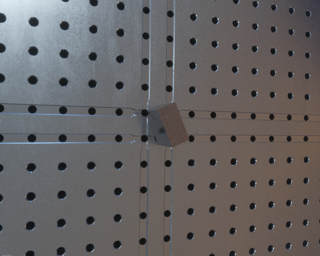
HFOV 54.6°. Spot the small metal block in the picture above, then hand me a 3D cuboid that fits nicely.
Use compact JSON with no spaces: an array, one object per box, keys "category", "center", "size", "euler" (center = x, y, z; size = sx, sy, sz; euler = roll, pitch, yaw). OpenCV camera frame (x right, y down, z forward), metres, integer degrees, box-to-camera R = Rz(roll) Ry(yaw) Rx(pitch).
[{"category":"small metal block","center":[0.008,-0.004,0.402],"size":[0.025,0.050,0.050],"euler":[-24,99,-18]}]
